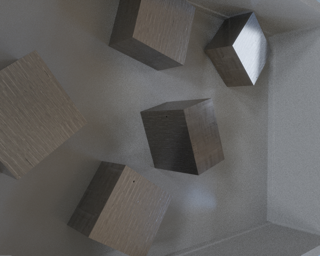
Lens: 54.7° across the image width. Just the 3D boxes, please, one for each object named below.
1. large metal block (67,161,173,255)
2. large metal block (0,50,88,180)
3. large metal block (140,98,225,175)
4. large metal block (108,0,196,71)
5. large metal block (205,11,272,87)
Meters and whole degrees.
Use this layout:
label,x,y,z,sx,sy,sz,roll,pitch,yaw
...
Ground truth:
label,x,y,z,sx,sy,sz,roll,pitch,yaw
large metal block,-0.043,0.094,0.356,0.080,0.050,0.080,40,66,-33
large metal block,-0.130,-0.012,0.283,0.080,0.050,0.080,-45,118,-31
large metal block,0.028,0.009,0.396,0.050,0.080,0.080,-23,105,-38
large metal block,-0.008,-0.127,0.385,0.080,0.050,0.080,19,78,-39
large metal block,0.128,-0.124,0.497,0.080,0.050,0.080,50,61,-33
